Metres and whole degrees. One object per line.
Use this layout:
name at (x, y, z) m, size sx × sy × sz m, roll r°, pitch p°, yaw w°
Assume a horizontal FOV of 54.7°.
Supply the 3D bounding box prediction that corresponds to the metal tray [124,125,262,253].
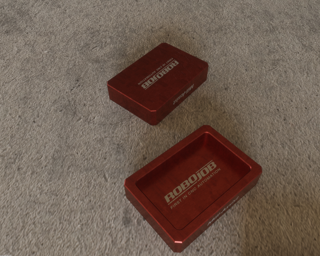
metal tray at (0.038, 0.061, 0.348) m, size 0.131 × 0.030 × 0.090 m, roll -33°, pitch 58°, yaw -25°

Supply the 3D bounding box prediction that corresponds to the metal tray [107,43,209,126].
metal tray at (-0.001, -0.070, 0.459) m, size 0.090 × 0.030 × 0.131 m, roll 32°, pitch 57°, yaw 24°
